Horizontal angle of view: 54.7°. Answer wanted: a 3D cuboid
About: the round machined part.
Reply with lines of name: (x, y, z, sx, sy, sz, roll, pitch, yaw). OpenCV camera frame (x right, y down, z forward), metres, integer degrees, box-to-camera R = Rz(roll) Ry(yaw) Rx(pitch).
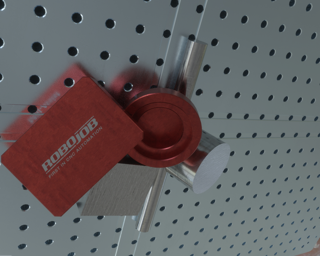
round machined part: (0.000, -0.003, 0.382, 0.099, 0.042, 0.097, 0, 115, 0)

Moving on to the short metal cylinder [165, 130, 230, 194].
short metal cylinder: (0.054, 0.045, 0.435, 0.081, 0.050, 0.079, -31, 138, -33)

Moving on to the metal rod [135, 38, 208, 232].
metal rod: (0.009, 0.027, 0.434, 0.025, 0.025, 0.298, 1, 118, -29)

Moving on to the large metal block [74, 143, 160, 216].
large metal block: (-0.059, 0.066, 0.404, 0.081, 0.050, 0.079, 11, 113, -33)

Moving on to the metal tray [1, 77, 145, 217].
metal tray: (-0.092, 0.020, 0.338, 0.130, 0.030, 0.090, -44, 91, 2)
